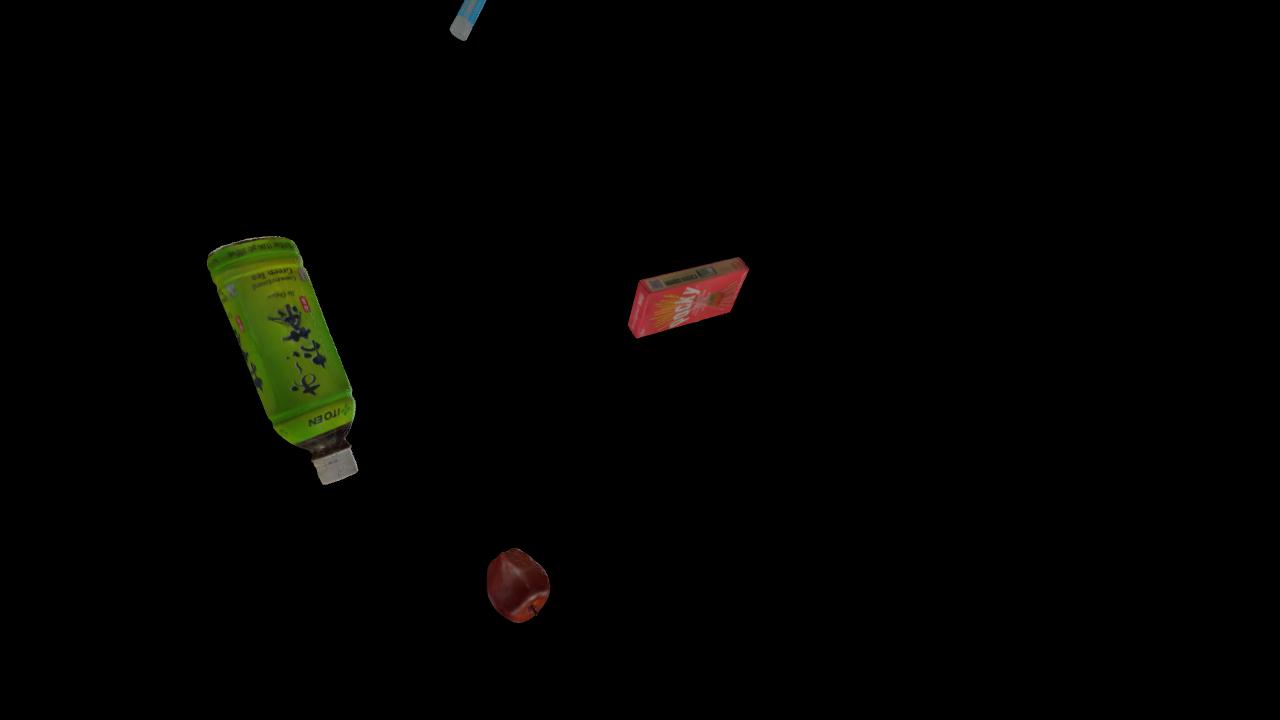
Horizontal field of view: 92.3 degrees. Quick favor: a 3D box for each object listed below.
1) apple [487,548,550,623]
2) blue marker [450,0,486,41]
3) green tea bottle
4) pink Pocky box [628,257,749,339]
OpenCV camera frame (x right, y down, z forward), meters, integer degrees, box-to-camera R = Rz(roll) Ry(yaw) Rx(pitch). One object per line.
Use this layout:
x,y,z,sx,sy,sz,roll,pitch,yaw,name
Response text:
-0.161,0.296,0.805,0.079,0.079,0.093,0,37,-50,apple
-0.161,-0.388,0.635,0.020,0.121,0.020,24,-5,2,blue marker
-0.294,0.004,0.528,0.073,0.212,0.073,-20,6,2,green tea bottle
0.062,-0.081,0.797,0.155,0.029,0.084,-16,-33,-25,pink Pocky box
